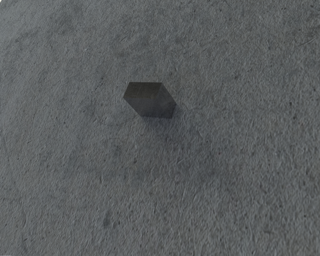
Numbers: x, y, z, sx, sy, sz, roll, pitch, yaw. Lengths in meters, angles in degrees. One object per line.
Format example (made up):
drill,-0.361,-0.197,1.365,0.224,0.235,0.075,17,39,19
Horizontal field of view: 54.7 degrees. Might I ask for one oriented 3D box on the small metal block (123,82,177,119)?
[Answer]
small metal block,-0.013,-0.037,0.417,0.050,0.050,0.025,6,65,30
